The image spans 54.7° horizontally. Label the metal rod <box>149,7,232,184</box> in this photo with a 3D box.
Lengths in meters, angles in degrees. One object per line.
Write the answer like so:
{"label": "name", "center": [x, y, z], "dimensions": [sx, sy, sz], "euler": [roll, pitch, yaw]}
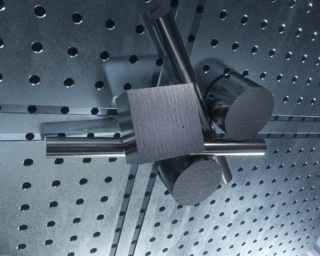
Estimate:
{"label": "metal rod", "center": [0.054, -0.020, 0.425], "dimensions": [0.025, 0.025, 0.299], "euler": [-33, 129, -7]}

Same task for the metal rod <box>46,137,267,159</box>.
{"label": "metal rod", "center": [0.011, 0.025, 0.407], "dimensions": [0.303, 0.025, 0.025], "euler": [1, 118, -22]}

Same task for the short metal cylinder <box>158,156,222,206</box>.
{"label": "short metal cylinder", "center": [0.043, 0.067, 0.456], "dimensions": [0.081, 0.050, 0.079], "euler": [-14, 124, -21]}

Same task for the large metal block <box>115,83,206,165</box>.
{"label": "large metal block", "center": [-0.001, -0.004, 0.364], "dimensions": [0.081, 0.050, 0.080], "euler": [-10, 88, -23]}

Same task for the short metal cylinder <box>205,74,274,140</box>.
{"label": "short metal cylinder", "center": [0.110, -0.030, 0.433], "dimensions": [0.081, 0.050, 0.079], "euler": [-14, 124, -21]}
